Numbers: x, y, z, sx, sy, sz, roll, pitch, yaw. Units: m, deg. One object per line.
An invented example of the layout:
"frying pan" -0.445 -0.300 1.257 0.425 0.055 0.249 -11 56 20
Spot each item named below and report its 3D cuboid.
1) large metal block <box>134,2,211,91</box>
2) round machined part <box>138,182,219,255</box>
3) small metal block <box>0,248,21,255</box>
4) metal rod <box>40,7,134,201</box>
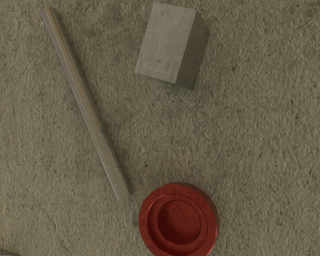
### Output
"large metal block" 0.019 -0.093 0.373 0.050 0.080 0.080 18 96 19
"round machined part" 0.026 0.117 0.391 0.098 0.042 0.097 0 90 20
"small metal block" -0.256 0.228 0.499 0.050 0.025 0.050 8 93 19
"metal rod" -0.108 -0.039 0.446 0.025 0.025 0.299 -27 81 18
